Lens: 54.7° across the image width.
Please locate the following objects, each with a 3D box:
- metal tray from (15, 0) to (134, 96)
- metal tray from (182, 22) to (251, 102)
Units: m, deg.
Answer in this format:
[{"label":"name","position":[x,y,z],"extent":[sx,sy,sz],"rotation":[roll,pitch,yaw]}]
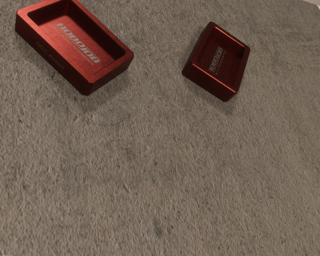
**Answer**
[{"label":"metal tray","position":[-0.111,-0.114,0.411],"extent":[0.130,0.030,0.090],"rotation":[44,51,2]},{"label":"metal tray","position":[0.099,-0.115,0.526],"extent":[0.090,0.030,0.130],"rotation":[32,51,-8]}]
